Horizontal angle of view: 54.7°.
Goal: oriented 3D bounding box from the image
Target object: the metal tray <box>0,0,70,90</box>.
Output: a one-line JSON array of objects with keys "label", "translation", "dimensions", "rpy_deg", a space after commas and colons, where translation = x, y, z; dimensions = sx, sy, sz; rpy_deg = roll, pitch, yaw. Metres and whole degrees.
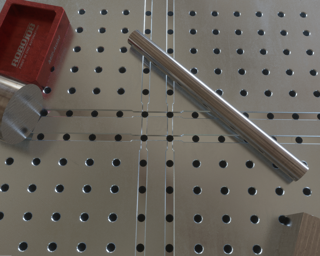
[{"label": "metal tray", "translation": [-0.197, -0.123, 0.452], "dimensions": [0.090, 0.030, 0.130], "rpy_deg": [12, 70, 4]}]

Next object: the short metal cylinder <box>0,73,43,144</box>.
[{"label": "short metal cylinder", "translation": [-0.194, -0.025, 0.390], "dimensions": [0.050, 0.080, 0.080], "rpy_deg": [20, 71, 7]}]

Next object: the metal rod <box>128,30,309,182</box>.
[{"label": "metal rod", "translation": [0.070, -0.038, 0.426], "dimensions": [0.300, 0.025, 0.025], "rpy_deg": [42, 75, 13]}]

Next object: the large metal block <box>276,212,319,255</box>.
[{"label": "large metal block", "translation": [0.180, 0.149, 0.345], "dimensions": [0.080, 0.050, 0.080], "rpy_deg": [21, 71, 7]}]
